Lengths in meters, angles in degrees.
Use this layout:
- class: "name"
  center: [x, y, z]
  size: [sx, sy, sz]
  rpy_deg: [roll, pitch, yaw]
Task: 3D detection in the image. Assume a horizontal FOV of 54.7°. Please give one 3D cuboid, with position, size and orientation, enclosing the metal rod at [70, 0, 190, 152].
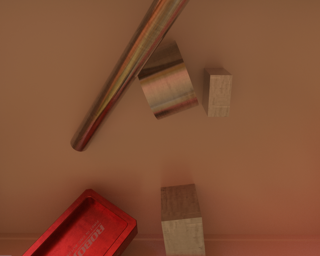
- class: "metal rod"
  center: [-0.035, -0.059, 0.319]
  size: [0.025, 0.025, 0.298]
  rpy_deg: [32, 134, -12]

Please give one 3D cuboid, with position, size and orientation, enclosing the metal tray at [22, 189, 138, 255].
- class: "metal tray"
  center: [-0.102, 0.153, 0.398]
  size: [0.090, 0.131, 0.030]
  rpy_deg: [29, 145, 21]

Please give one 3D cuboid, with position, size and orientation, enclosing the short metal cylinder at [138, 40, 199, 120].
- class: "short metal cylinder"
  center: [0.008, -0.055, 0.362]
  size: [0.050, 0.080, 0.080]
  rpy_deg: [-20, 109, 7]

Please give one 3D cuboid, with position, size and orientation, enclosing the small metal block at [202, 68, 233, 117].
- class: "small metal block"
  center: [0.069, -0.045, 0.382]
  size: [0.025, 0.050, 0.050]
  rpy_deg: [0, 110, -1]

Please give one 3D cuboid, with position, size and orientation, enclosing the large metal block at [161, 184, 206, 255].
- class: "large metal block"
  center: [0.031, 0.136, 0.433]
  size: [0.050, 0.080, 0.079]
  rpy_deg: [-7, 110, 2]
